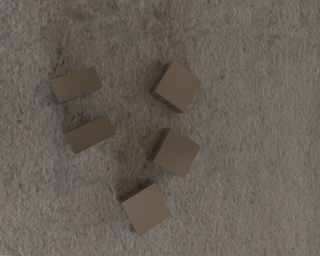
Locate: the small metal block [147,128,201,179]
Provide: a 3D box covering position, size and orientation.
[{"bbox_3d":[0.019,0.034,0.417,0.050,0.025,0.050,31,80,-18],"label":"small metal block"}]

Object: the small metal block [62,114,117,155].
[{"bbox_3d":[-0.084,0.007,0.365,0.050,0.050,0.025,-28,100,-18],"label":"small metal block"}]

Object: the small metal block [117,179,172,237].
[{"bbox_3d":[-0.020,0.103,0.403,0.050,0.025,0.050,-29,100,-18],"label":"small metal block"}]

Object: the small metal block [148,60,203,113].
[{"bbox_3d":[0.021,-0.055,0.418,0.050,0.025,0.050,34,79,-17],"label":"small metal block"}]

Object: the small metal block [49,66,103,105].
[{"bbox_3d":[-0.099,-0.048,0.360,0.050,0.050,0.025,-23,98,-19],"label":"small metal block"}]
